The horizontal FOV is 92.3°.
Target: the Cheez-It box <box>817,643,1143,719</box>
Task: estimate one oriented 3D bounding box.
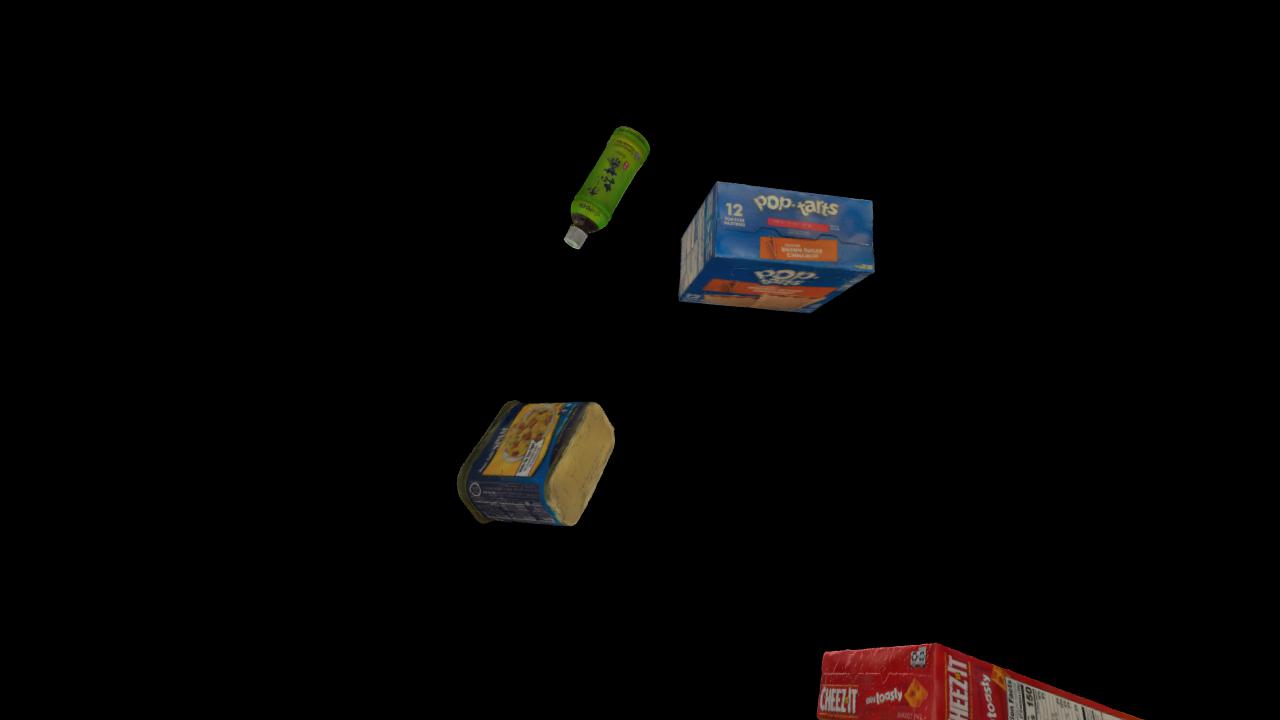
[{"bbox_3d":[0.297,0.319,0.539,0.223,0.071,0.166,23,-32,-6],"label":"Cheez-It box"}]

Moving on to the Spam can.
[{"bbox_3d":[-0.078,0.078,0.482,0.085,0.058,0.101,-5,39,28],"label":"Spam can"}]

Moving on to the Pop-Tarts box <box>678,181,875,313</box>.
[{"bbox_3d":[0.139,-0.113,0.662,0.167,0.083,0.141,4,-14,-11],"label":"Pop-Tarts box"}]

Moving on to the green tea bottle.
[{"bbox_3d":[-0.059,-0.275,1.002,0.073,0.212,0.073,26,-11,5],"label":"green tea bottle"}]
